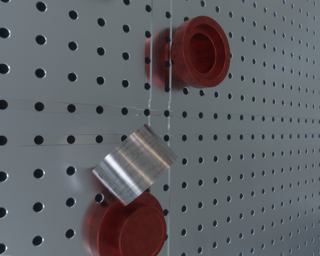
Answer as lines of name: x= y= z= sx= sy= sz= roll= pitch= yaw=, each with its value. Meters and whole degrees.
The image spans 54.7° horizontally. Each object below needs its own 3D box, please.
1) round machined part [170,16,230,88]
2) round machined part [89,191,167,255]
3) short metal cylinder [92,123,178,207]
round machined part: x=0.053 y=-0.105 z=0.442 sx=0.099 sy=0.042 sz=0.097 roll=0 pitch=90 yaw=-40
round machined part: x=-0.031 y=0.124 z=0.373 sx=0.099 sy=0.042 sz=0.097 roll=0 pitch=90 yaw=-40
short metal cylinder: x=-0.027 y=0.040 z=0.342 sx=0.050 sy=0.080 sz=0.080 roll=48 pitch=58 yaw=2
